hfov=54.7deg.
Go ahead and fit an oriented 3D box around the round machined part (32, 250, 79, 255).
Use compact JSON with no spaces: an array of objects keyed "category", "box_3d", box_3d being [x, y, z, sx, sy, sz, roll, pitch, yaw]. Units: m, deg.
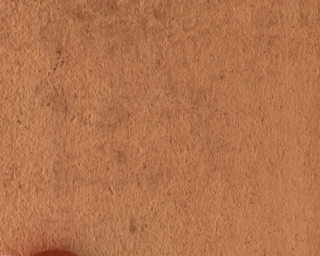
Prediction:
[{"category":"round machined part","box_3d":[-0.126,0.188,0.354,0.099,0.042,0.097,0,90,-21]}]
